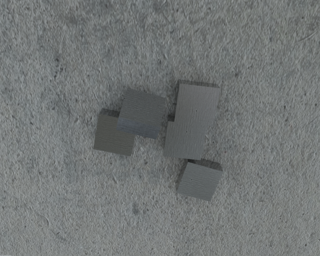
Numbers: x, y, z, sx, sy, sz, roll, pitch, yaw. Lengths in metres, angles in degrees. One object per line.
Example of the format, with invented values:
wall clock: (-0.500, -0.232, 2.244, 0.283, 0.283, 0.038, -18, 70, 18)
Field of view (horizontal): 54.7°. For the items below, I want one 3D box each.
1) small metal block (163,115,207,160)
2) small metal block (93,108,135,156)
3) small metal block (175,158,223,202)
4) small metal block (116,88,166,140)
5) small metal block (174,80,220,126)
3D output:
small metal block: (0.032, 0.013, 0.415, 0.050, 0.025, 0.050, 6, 110, -3)
small metal block: (-0.058, 0.006, 0.411, 0.050, 0.025, 0.050, 12, 110, -5)
small metal block: (0.054, 0.070, 0.436, 0.050, 0.025, 0.050, 16, 109, -6)
small metal block: (-0.023, -0.018, 0.386, 0.050, 0.050, 0.025, 14, 141, -5)
small metal block: (0.046, -0.033, 0.398, 0.050, 0.025, 0.050, 6, 110, -3)
